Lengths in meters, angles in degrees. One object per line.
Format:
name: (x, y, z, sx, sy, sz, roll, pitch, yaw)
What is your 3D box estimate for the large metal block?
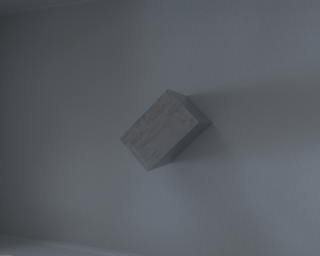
large metal block: (0.011, 0.003, 0.377, 0.080, 0.080, 0.050, -45, 76, 14)
